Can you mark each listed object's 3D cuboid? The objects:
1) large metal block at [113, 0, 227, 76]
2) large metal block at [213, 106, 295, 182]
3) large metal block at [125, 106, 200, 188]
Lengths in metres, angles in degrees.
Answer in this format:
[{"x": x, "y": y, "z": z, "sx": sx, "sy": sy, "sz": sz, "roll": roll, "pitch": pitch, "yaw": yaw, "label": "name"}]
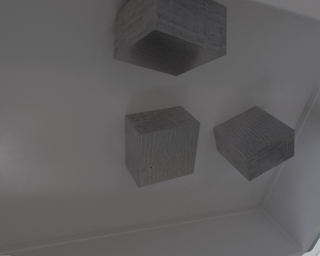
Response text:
[{"x": 0.009, "y": -0.095, "z": 0.310, "sx": 0.081, "sy": 0.080, "sz": 0.050, "roll": 9, "pitch": 78, "yaw": -32, "label": "large metal block"}, {"x": 0.138, "y": 0.020, "z": 0.461, "sx": 0.080, "sy": 0.080, "sz": 0.050, "roll": -26, "pitch": 128, "yaw": -12, "label": "large metal block"}, {"x": 0.001, "y": 0.023, "z": 0.407, "sx": 0.081, "sy": 0.050, "sz": 0.079, "roll": -11, "pitch": 123, "yaw": -23, "label": "large metal block"}]
